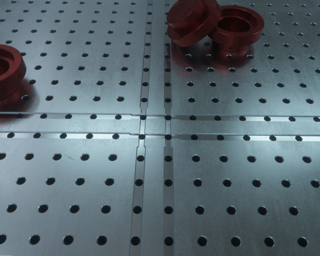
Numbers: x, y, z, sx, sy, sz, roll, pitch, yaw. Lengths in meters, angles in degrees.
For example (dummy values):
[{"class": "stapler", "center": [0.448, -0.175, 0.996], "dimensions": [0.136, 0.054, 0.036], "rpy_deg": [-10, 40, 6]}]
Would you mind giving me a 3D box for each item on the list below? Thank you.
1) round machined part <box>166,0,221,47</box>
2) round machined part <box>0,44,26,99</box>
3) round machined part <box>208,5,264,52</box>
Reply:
[{"class": "round machined part", "center": [0.050, -0.189, 0.523], "dimensions": [0.098, 0.042, 0.098], "rpy_deg": [-26, 43, 28]}, {"class": "round machined part", "center": [-0.249, -0.078, 0.459], "dimensions": [0.099, 0.042, 0.098], "rpy_deg": [0, 50, 0]}, {"class": "round machined part", "center": [0.127, -0.171, 0.542], "dimensions": [0.099, 0.042, 0.098], "rpy_deg": [0, 50, 0]}]
